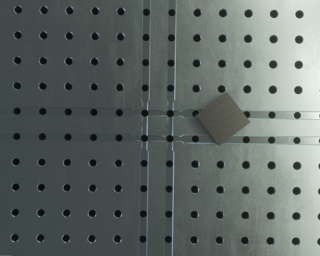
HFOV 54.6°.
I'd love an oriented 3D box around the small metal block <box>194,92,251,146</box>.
[{"bbox_3d":[0.082,-0.012,0.414,0.050,0.025,0.050,-37,90,0],"label":"small metal block"}]
